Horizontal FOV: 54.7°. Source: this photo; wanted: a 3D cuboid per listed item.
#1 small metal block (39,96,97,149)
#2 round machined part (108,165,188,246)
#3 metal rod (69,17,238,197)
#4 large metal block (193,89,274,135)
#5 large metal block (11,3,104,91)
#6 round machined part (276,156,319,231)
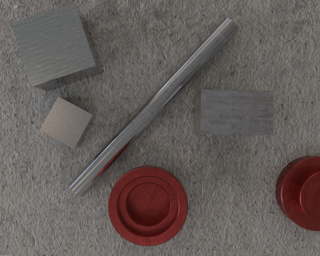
[{"bbox_3d":[-0.120,-0.007,0.409,0.050,0.025,0.050,28,90,0],"label":"small metal block"},{"bbox_3d":[-0.014,0.097,0.401,0.099,0.042,0.097,0,90,0],"label":"round machined part"},{"bbox_3d":[-0.008,-0.027,0.409,0.025,0.025,0.300,43,90,0],"label":"metal rod"},{"bbox_3d":[0.085,-0.018,0.383,0.081,0.080,0.050,1,90,0],"label":"large metal block"},{"bbox_3d":[-0.128,-0.100,0.396,0.080,0.050,0.080,-19,90,0],"label":"large metal block"},{"bbox_3d":[0.207,0.086,0.403,0.099,0.042,0.097,0,90,0],"label":"round machined part"}]
